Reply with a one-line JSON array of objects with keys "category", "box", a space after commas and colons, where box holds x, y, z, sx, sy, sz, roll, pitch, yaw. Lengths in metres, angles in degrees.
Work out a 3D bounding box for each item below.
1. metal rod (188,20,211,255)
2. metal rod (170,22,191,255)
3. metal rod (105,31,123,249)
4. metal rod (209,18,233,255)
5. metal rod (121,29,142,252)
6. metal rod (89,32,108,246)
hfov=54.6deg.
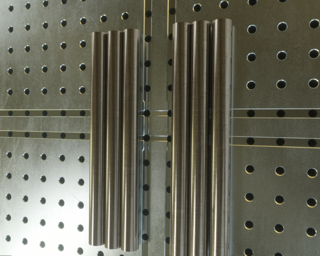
[{"category": "metal rod", "box": [0.050, 0.017, 0.394, 0.025, 0.025, 0.298, 1, 90, 20]}, {"category": "metal rod", "box": [0.027, 0.016, 0.403, 0.025, 0.025, 0.298, 1, 90, 20]}, {"category": "metal rod", "box": [-0.063, 0.016, 0.435, 0.025, 0.025, 0.298, 1, 90, 20]}, {"category": "metal rod", "box": [0.076, 0.017, 0.385, 0.025, 0.025, 0.298, 1, 90, 20]}, {"category": "metal rod", "box": [-0.040, 0.016, 0.426, 0.025, 0.025, 0.298, 1, 90, 20]}, {"category": "metal rod", "box": [-0.088, 0.015, 0.444, 0.025, 0.025, 0.298, 1, 90, 20]}]
